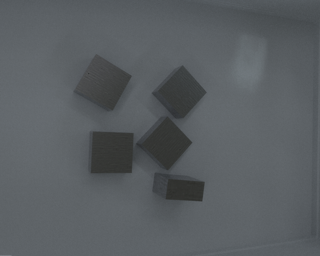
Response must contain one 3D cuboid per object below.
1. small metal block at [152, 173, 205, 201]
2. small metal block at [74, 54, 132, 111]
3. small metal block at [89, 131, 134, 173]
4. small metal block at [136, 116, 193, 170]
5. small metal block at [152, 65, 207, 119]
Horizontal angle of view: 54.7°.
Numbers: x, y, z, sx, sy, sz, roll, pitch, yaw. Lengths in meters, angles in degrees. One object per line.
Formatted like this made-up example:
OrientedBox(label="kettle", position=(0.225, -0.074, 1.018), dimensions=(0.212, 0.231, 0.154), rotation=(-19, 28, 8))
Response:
OrientedBox(label="small metal block", position=(0.023, 0.077, 0.407), dimensions=(0.050, 0.050, 0.025), rotation=(8, 87, -20))
OrientedBox(label="small metal block", position=(-0.071, -0.055, 0.385), dimensions=(0.050, 0.025, 0.050), rotation=(30, 80, -18))
OrientedBox(label="small metal block", position=(-0.062, 0.030, 0.389), dimensions=(0.050, 0.025, 0.050), rotation=(3, 89, -20))
OrientedBox(label="small metal block", position=(0.006, 0.020, 0.414), dimensions=(0.050, 0.025, 0.050), rotation=(46, 75, -15))
OrientedBox(label="small metal block", position=(0.026, -0.048, 0.421), dimensions=(0.050, 0.025, 0.050), rotation=(46, 75, -15))
